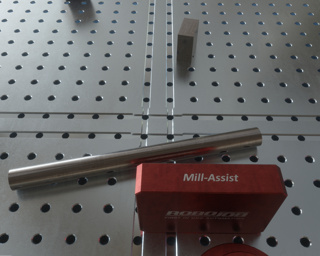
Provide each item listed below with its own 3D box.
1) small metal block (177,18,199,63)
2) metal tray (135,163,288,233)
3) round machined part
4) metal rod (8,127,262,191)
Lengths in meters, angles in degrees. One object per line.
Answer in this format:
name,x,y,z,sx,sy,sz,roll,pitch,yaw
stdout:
small metal block,0.046,-0.146,0.514,0.025,0.050,0.050,11,51,9
metal tray,0.044,0.072,0.305,0.131,0.089,0.030,1,50,0
round machined part,0.071,0.149,0.271,0.099,0.042,0.098,0,50,0
metal rod,-0.022,0.035,0.377,0.302,0.025,0.025,-9,51,-8
